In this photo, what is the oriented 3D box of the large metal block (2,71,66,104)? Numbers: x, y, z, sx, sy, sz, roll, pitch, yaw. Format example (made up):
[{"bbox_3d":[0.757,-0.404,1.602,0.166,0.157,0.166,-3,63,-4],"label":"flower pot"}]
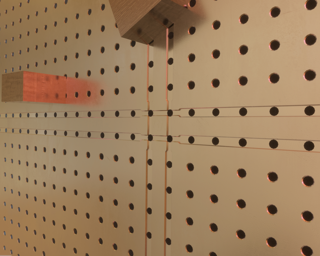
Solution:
[{"bbox_3d":[-0.229,-0.071,0.565,0.080,0.081,0.050,3,92,40],"label":"large metal block"}]

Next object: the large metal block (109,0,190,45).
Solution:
[{"bbox_3d":[-0.019,-0.171,0.410,0.080,0.050,0.080,-30,71,36],"label":"large metal block"}]
